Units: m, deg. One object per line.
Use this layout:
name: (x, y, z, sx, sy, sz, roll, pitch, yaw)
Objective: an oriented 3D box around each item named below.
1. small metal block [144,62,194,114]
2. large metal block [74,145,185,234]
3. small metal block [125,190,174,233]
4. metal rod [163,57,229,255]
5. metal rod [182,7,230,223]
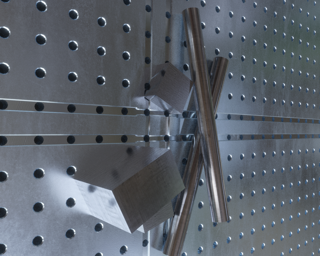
small metal block: (0.013, -0.053, 0.420, 0.050, 0.025, 0.050, 34, 69, -35)
large metal block: (-0.034, 0.062, 0.345, 0.081, 0.080, 0.050, -33, 111, -35)
small metal block: (-0.013, 0.098, 0.398, 0.050, 0.025, 0.050, -19, 102, -38)
metal rod: (0.056, 0.033, 0.455, 0.025, 0.025, 0.299, 26, 74, -37)
metal rod: (0.064, -0.020, 0.437, 0.025, 0.025, 0.298, -5, 86, -40)
